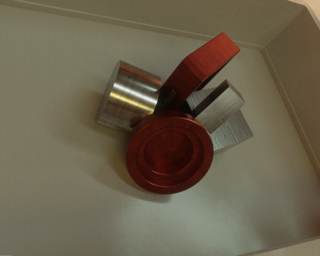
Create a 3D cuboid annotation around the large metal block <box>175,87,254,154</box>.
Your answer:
[{"bbox_3d":[0.066,-0.006,0.419,0.081,0.050,0.080,-15,74,-34],"label":"large metal block"}]

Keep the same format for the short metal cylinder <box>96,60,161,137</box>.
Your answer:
[{"bbox_3d":[-0.039,-0.034,0.369,0.050,0.080,0.080,21,54,-17],"label":"short metal cylinder"}]

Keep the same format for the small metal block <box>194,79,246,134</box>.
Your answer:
[{"bbox_3d":[0.067,-0.026,0.354,0.025,0.050,0.050,44,19,-7],"label":"small metal block"}]

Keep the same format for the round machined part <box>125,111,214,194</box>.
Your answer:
[{"bbox_3d":[0.009,0.025,0.360,0.099,0.097,0.042,19,19,-18],"label":"round machined part"}]

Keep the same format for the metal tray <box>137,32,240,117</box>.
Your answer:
[{"bbox_3d":[0.032,-0.053,0.387,0.030,0.129,0.091,47,51,3],"label":"metal tray"}]
